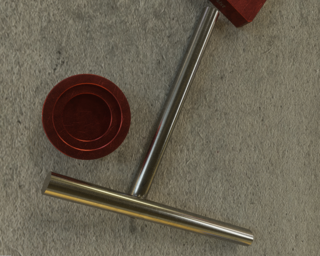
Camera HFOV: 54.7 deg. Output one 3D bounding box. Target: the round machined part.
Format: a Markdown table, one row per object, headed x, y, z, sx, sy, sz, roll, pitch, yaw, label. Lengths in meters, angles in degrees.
| x | y | z | sx | sy | sz | roll | pitch | yaw | label |
| --- | --- | --- | --- | --- | --- | --- | --- | --- | --- |
| -0.088 | -0.013 | 0.368 | 0.099 | 0.042 | 0.097 | 0 | 90 | -21 | round machined part |

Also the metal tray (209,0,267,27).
| x | y | z | sx | sy | sz | roll | pitch | yaw | label |
| --- | --- | --- | --- | --- | --- | --- | --- | --- | --- |
| 0.100 | -0.222 | 0.444 | 0.130 | 0.030 | 0.090 | 38 | 78 | -16 | metal tray |

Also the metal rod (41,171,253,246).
| x | y | z | sx | sy | sz | roll | pitch | yaw | label |
| --- | --- | --- | --- | --- | --- | --- | --- | --- | --- |
| 0.005 | 0.109 | 0.389 | 0.302 | 0.025 | 0.025 | 23 | 82 | -27 | metal rod |

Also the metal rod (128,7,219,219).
| x | y | z | sx | sy | sz | roll | pitch | yaw | label |
| --- | --- | --- | --- | --- | --- | --- | --- | --- | --- |
| 0.016 | -0.026 | 0.416 | 0.025 | 0.025 | 0.299 | 25 | 82 | -19 | metal rod |
